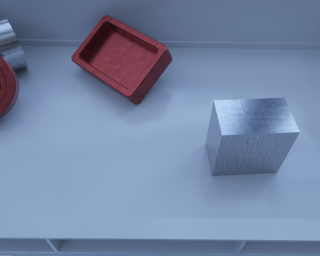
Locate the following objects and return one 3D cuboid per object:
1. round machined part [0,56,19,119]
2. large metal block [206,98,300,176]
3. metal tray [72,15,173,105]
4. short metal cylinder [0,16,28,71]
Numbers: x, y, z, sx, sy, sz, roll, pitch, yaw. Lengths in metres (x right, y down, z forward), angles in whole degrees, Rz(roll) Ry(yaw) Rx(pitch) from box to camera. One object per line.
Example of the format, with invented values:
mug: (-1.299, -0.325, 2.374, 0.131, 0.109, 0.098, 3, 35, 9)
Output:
round machined part: (-0.242, -0.054, 0.416, 0.099, 0.042, 0.097, 1, 87, -12)
large metal block: (0.101, 0.012, 0.361, 0.081, 0.080, 0.050, -2, 50, -3)
metal tray: (-0.059, -0.104, 0.463, 0.130, 0.030, 0.090, 34, 85, 25)
short metal cylinder: (-0.243, -0.122, 0.469, 0.050, 0.080, 0.080, -28, 56, -22)
